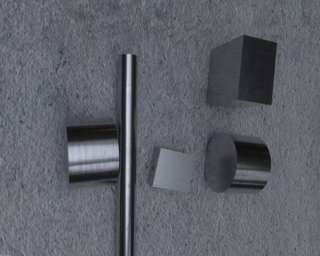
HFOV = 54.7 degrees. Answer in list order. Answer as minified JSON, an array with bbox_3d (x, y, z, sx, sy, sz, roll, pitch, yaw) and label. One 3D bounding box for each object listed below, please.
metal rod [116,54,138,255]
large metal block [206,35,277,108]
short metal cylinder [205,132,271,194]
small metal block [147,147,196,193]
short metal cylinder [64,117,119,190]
[{"bbox_3d":[-0.042,0.058,0.393,0.025,0.025,0.298,1,90,-20],"label":"metal rod"},{"bbox_3d":[0.107,-0.071,0.419,0.050,0.080,0.080,7,88,-20],"label":"large metal block"},{"bbox_3d":[0.102,0.048,0.417,0.050,0.080,0.080,7,88,-20],"label":"short metal cylinder"},{"bbox_3d":[0.015,0.055,0.415,0.050,0.025,0.050,14,85,-20],"label":"small metal block"},{"bbox_3d":[-0.080,0.027,0.350,0.050,0.080,0.079,-3,91,-20],"label":"short metal cylinder"}]
